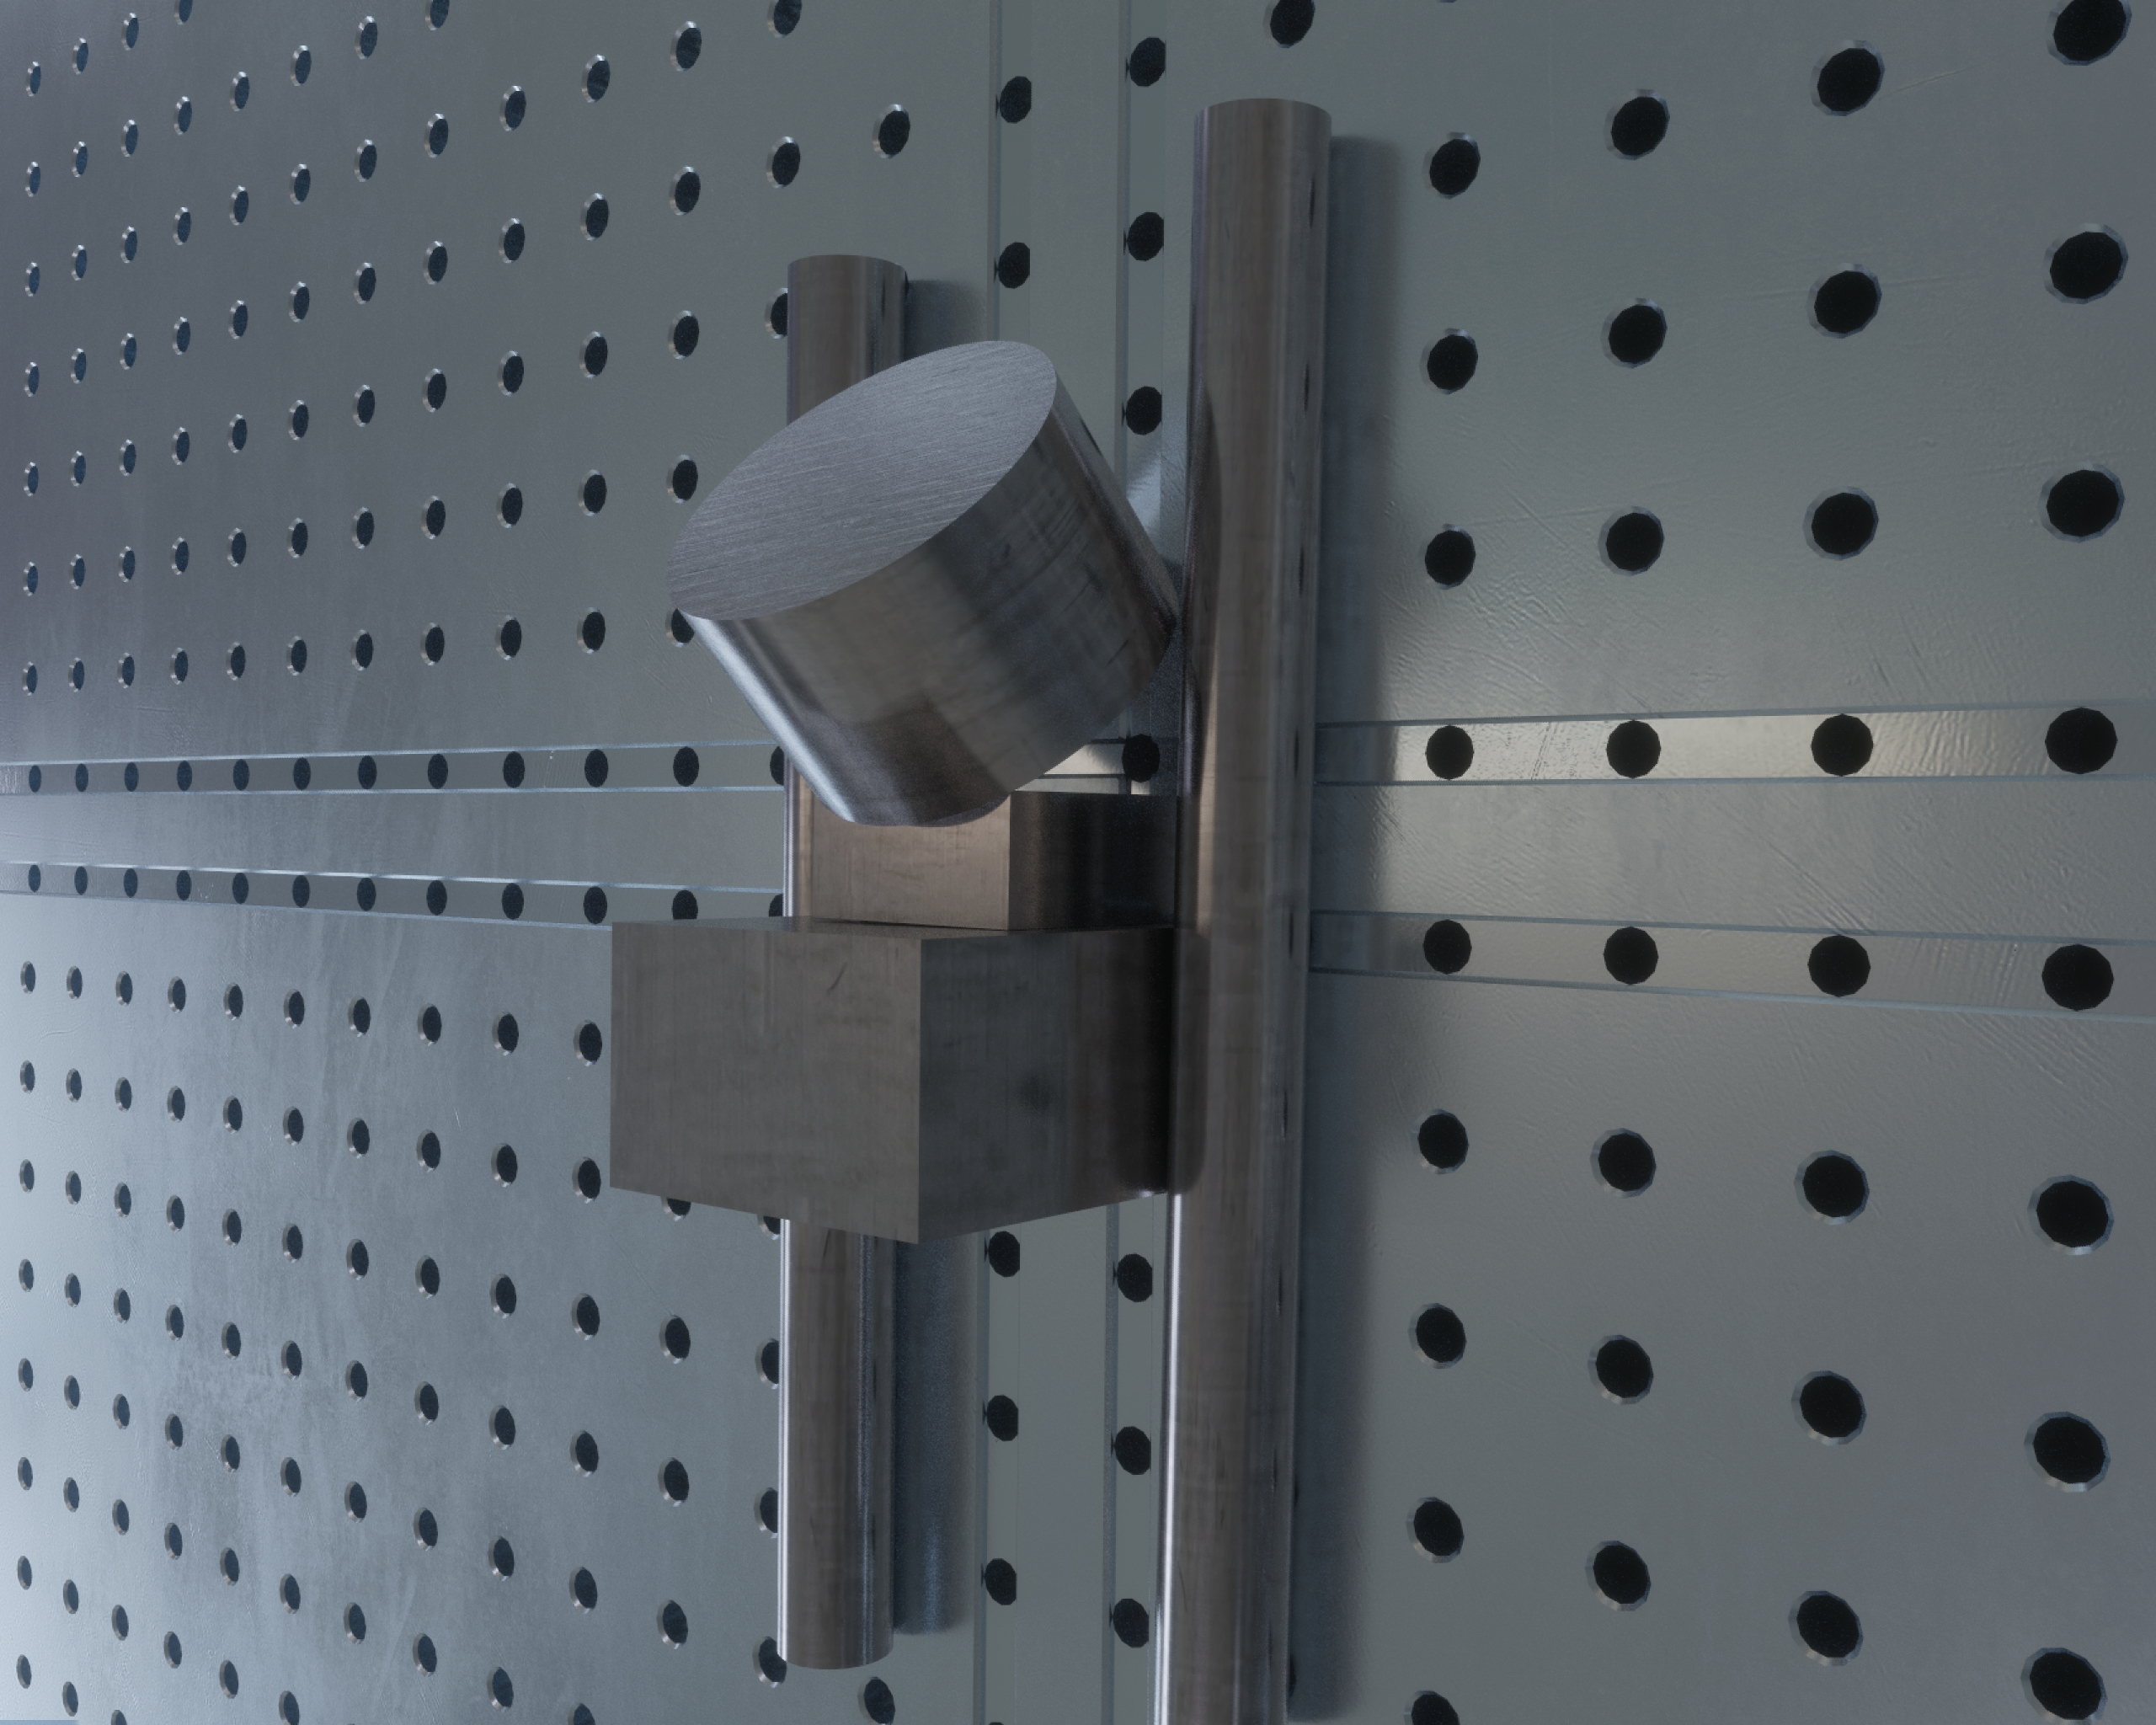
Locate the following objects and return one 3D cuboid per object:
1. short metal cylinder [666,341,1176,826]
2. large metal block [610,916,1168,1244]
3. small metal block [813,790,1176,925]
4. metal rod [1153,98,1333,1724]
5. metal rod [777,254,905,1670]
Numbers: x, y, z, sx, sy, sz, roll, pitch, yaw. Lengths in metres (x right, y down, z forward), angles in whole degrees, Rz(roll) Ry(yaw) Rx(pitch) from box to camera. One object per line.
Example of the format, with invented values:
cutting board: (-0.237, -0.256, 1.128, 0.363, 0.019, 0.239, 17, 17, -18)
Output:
short metal cylinder: (-0.028, -0.052, 0.388, 0.080, 0.050, 0.080, -21, 36, 16)
large metal block: (-0.031, 0.036, 0.396, 0.080, 0.081, 0.050, 1, 91, 40)
small metal block: (-0.016, -0.001, 0.406, 0.050, 0.050, 0.025, 2, 92, 39)
metal rod: (0.030, 0.013, 0.384, 0.025, 0.025, 0.298, 2, 92, 40)
metal rod: (-0.051, 0.021, 0.452, 0.025, 0.025, 0.298, 1, 91, 40)
